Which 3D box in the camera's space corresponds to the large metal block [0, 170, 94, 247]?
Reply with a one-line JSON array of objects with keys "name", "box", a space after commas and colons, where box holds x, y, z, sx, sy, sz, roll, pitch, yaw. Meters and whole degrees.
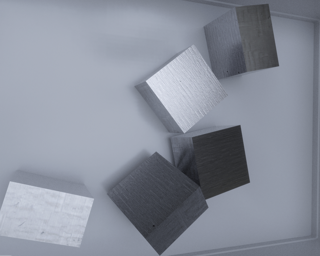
[{"name": "large metal block", "box": [-0.124, 0.084, 0.336, 0.081, 0.080, 0.050, 17, 84, -20]}]

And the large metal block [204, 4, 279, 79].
[{"name": "large metal block", "box": [0.108, -0.113, 0.423, 0.050, 0.080, 0.080, -13, 95, -20]}]

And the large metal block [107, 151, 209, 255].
[{"name": "large metal block", "box": [-0.003, 0.088, 0.374, 0.080, 0.080, 0.050, -40, 136, -16]}]

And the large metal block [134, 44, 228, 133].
[{"name": "large metal block", "box": [0.028, -0.049, 0.409, 0.080, 0.050, 0.080, -40, 103, -16]}]

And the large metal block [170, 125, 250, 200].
[{"name": "large metal block", "box": [0.068, 0.043, 0.418, 0.081, 0.050, 0.079, -13, 95, -29]}]
